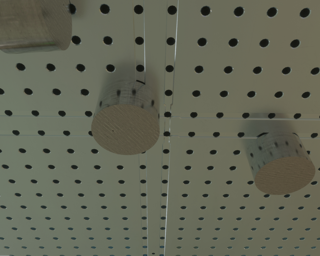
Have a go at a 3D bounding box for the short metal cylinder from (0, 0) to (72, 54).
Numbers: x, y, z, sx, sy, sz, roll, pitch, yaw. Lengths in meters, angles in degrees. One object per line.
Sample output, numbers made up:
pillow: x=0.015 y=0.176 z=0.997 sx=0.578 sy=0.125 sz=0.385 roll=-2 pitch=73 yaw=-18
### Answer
short metal cylinder: x=-0.118 y=-0.109 z=0.281 sx=0.050 sy=0.080 sz=0.079 roll=-4 pitch=130 yaw=2

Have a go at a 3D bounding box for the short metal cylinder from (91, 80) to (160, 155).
short metal cylinder: x=-0.041 y=-0.012 z=0.384 sx=0.081 sy=0.050 sz=0.079 roll=-1 pitch=130 yaw=0

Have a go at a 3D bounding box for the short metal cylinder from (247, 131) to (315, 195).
short metal cylinder: x=0.170 y=0.051 z=0.441 sx=0.081 sy=0.050 sz=0.079 roll=-1 pitch=130 yaw=0
